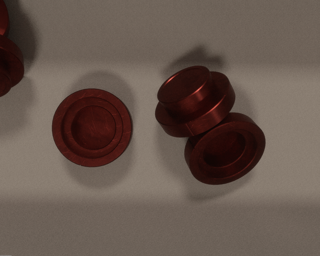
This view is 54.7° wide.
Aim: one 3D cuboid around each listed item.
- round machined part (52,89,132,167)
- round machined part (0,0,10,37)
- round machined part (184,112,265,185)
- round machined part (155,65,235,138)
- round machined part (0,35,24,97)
[{"bbox_3d":[-0.084,0.000,0.402,0.099,0.042,0.097,0,90,-1],"label":"round machined part"},{"bbox_3d":[-0.243,-0.135,0.389,0.099,0.042,0.097,2,84,-21],"label":"round machined part"},{"bbox_3d":[0.077,0.021,0.388,0.099,0.042,0.097,-9,126,-12],"label":"round machined part"},{"bbox_3d":[0.036,-0.038,0.372,0.098,0.098,0.042,-35,122,0],"label":"round machined part"},{"bbox_3d":[-0.215,-0.068,0.368,0.099,0.098,0.042,-15,65,0],"label":"round machined part"}]
